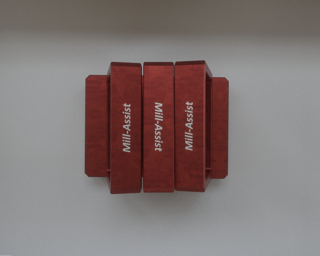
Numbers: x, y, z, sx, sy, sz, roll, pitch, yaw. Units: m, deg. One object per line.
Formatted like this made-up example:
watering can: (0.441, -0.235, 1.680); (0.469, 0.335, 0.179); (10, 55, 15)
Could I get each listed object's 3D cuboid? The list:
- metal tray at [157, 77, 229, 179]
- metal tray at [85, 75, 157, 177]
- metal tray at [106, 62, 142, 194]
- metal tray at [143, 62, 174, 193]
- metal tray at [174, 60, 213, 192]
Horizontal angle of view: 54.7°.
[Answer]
metal tray: (0.042, 0.000, 0.408); (0.091, 0.030, 0.129); (1, 90, 0)
metal tray: (-0.049, -0.002, 0.406); (0.091, 0.030, 0.129); (1, 90, 0)
metal tray: (-0.042, 0.000, 0.344); (0.030, 0.090, 0.129); (0, 90, -13)
metal tray: (-0.001, 0.000, 0.346); (0.030, 0.090, 0.129); (0, 88, 0)
metal tray: (0.039, -0.002, 0.345); (0.030, 0.090, 0.129); (0, 90, 14)
